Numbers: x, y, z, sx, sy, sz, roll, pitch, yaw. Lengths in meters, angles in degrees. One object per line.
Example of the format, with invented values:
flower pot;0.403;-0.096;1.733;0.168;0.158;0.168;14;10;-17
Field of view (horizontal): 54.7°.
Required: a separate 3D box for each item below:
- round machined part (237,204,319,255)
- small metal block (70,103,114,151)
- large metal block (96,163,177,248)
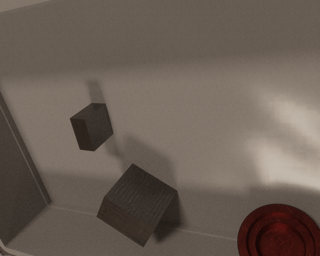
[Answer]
round machined part;0.149;0.148;0.383;0.098;0.098;0.042;2;149;26
small metal block;-0.095;-0.002;0.439;0.025;0.050;0.050;4;120;26
large metal block;-0.033;0.112;0.458;0.080;0.080;0.050;31;128;8
